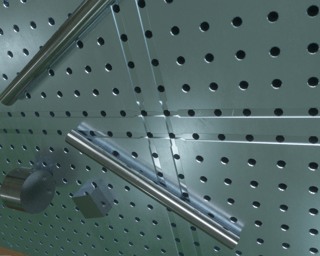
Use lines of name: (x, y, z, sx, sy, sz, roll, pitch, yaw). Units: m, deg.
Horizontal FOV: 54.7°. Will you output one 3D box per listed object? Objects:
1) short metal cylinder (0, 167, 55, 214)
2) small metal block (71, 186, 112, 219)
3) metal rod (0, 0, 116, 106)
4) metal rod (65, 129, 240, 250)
short metal cylinder: (-0.243, 0.115, 0.575, 0.050, 0.080, 0.079, 4, 120, 26)
small metal block: (-0.124, 0.135, 0.560, 0.050, 0.025, 0.050, -16, 110, 34)
metal rod: (-0.149, -0.104, 0.425, 0.299, 0.025, 0.025, -28, 103, 37)
metal rod: (-0.016, 0.090, 0.475, 0.301, 0.025, 0.025, 32, 129, 7)
